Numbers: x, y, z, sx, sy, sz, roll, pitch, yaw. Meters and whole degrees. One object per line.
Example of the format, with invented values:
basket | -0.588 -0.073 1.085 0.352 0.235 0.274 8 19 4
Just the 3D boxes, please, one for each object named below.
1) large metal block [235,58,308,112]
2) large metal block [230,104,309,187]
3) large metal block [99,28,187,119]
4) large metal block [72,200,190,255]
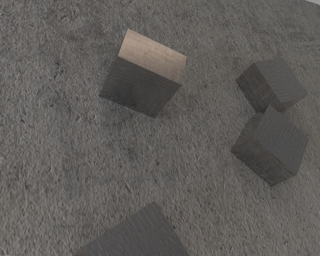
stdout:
large metal block | 0.192 -0.070 0.533 0.081 0.050 0.080 -16 70 -34
large metal block | 0.164 0.025 0.460 0.080 0.050 0.080 41 51 0
large metal block | -0.023 -0.066 0.396 0.080 0.080 0.050 22 54 -15
large metal block | -0.023 0.130 0.296 0.081 0.050 0.080 -25 76 -37
